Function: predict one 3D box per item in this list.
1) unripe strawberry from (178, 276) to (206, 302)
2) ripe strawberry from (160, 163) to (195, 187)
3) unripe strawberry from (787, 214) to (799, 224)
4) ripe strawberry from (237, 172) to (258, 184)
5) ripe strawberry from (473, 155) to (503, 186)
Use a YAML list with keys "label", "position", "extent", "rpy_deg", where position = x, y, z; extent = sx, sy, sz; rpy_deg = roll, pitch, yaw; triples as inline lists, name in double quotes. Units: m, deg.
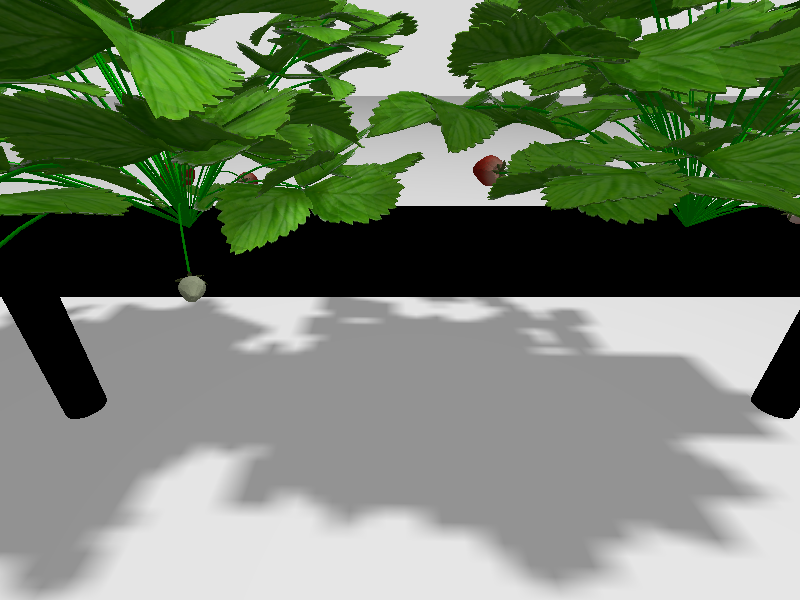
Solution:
- label: "unripe strawberry"
  position: [-0.123, -0.006, 0.238]
  extent: [0.015, 0.016, 0.015]
  rpy_deg: [-13, -40, -22]
- label: "ripe strawberry"
  position: [-0.269, -0.153, 0.484]
  extent: [0.038, 0.033, 0.038]
  rpy_deg: [-14, 31, -24]
- label: "unripe strawberry"
  position: [0.371, -0.080, 0.369]
  extent: [0.021, 0.021, 0.020]
  rpy_deg: [3, 28, -9]
- label: "ripe strawberry"
  position: [-0.182, -0.143, 0.479]
  extent: [0.024, 0.021, 0.024]
  rpy_deg: [2, 23, 3]
- label: "ripe strawberry"
  position: [0.109, -0.163, 0.503]
  extent: [0.036, 0.038, 0.039]
  rpy_deg: [-23, 36, -36]
